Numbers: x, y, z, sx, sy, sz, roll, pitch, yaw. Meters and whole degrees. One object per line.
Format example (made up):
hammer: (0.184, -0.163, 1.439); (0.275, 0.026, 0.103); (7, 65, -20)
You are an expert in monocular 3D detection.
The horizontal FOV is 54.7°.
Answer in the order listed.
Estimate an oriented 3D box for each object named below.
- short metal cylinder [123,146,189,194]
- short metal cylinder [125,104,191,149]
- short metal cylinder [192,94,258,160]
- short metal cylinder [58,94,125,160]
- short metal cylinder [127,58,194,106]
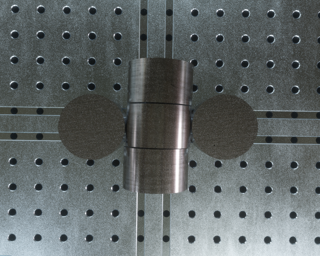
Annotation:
short metal cylinder: (-0.005, 0.049, 0.385); (0.081, 0.080, 0.050); (1, 90, -1)
short metal cylinder: (-0.002, -0.002, 0.385); (0.081, 0.080, 0.050); (2, 90, -1)
short metal cylinder: (0.079, -0.001, 0.401); (0.081, 0.050, 0.079); (0, 90, -1)
short metal cylinder: (-0.083, -0.001, 0.399); (0.081, 0.050, 0.079); (0, 90, -1)
short metal cylinder: (0.001, -0.054, 0.385); (0.081, 0.080, 0.050); (3, 90, -1)
